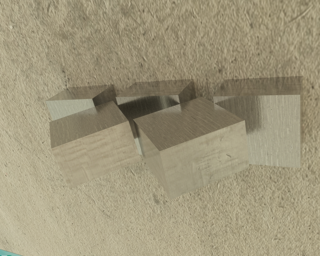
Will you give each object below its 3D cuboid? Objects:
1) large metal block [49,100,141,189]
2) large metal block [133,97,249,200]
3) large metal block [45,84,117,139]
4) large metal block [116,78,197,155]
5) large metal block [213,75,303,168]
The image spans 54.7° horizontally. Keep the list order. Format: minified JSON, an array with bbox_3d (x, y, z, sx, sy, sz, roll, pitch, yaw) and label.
[{"bbox_3d":[-0.077,0.014,0.356,0.081,0.080,0.050,-21,116,-13],"label":"large metal block"},{"bbox_3d":[0.028,0.014,0.304,0.080,0.081,0.050,-135,29,-61],"label":"large metal block"},{"bbox_3d":[-0.100,-0.013,0.435,0.080,0.050,0.080,0,119,27],"label":"large metal block"},{"bbox_3d":[0.002,-0.013,0.382,0.080,0.050,0.079,1,119,27],"label":"large metal block"},{"bbox_3d":[0.108,-0.008,0.331,0.080,0.050,0.079,2,119,27],"label":"large metal block"}]
